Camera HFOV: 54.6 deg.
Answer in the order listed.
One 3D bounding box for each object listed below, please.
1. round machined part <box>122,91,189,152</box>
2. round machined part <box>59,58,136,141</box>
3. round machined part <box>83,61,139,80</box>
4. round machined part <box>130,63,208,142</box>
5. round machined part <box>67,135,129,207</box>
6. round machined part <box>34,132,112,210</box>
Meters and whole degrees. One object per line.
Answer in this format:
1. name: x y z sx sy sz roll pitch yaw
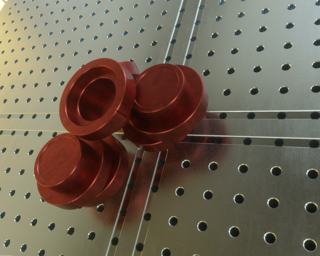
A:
1. round machined part: -0.007 -0.023 0.389 0.098 0.042 0.098 -13 56 21
2. round machined part: -0.069 -0.031 0.371 0.098 0.042 0.098 -12 64 27
3. round machined part: -0.072 -0.054 0.445 0.098 0.098 0.042 -25 88 13
4. round machined part: 0.003 -0.037 0.364 0.098 0.042 0.098 -13 55 20
5. round machined part: -0.093 0.047 0.392 0.098 0.042 0.098 -13 56 21
6. round machined part: -0.111 0.045 0.374 0.098 0.042 0.098 -13 56 21
